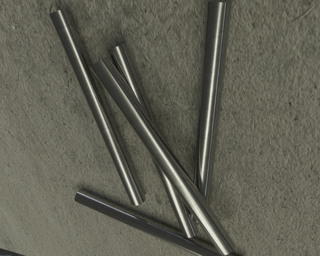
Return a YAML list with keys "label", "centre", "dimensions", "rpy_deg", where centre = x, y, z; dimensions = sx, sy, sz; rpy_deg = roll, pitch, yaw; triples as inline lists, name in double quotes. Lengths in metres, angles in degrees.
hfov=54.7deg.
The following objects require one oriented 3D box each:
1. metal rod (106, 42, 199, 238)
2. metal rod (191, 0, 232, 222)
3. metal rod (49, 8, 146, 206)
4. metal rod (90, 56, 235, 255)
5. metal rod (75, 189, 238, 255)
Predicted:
- label: "metal rod"
  centre: [-0.003, 0.031, 0.427]
  dimensions: [0.025, 0.025, 0.299]
  rpy_deg: [-8, 115, 31]
- label: "metal rod"
  centre: [0.058, 0.003, 0.378]
  dimensions: [0.025, 0.025, 0.298]
  rpy_deg: [13, 124, 21]
- label: "metal rod"
  centre: [-0.080, -0.014, 0.440]
  dimensions: [0.025, 0.025, 0.298]
  rpy_deg: [-5, 116, 30]
- label: "metal rod"
  centre: [0.010, 0.044, 0.394]
  dimensions: [0.025, 0.025, 0.299]
  rpy_deg: [-25, 105, 37]
- label: "metal rod"
  centre: [-0.010, 0.167, 0.515]
  dimensions: [0.301, 0.025, 0.025]
  rpy_deg: [19, 126, 17]
